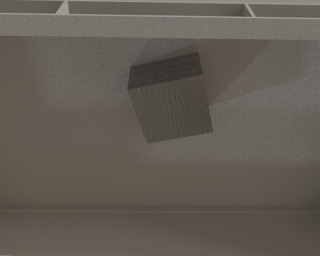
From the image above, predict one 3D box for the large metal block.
[{"bbox_3d":[0.014,-0.034,0.364,0.080,0.050,0.080,-11,130,8],"label":"large metal block"}]
